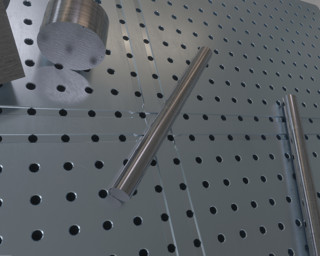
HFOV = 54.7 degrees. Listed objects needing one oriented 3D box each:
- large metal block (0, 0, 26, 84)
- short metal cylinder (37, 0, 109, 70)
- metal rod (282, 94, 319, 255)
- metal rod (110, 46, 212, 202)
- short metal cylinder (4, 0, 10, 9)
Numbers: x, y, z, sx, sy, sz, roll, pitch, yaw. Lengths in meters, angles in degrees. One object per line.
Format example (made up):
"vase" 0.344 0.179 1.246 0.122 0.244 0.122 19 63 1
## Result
"large metal block" -0.195 -0.082 0.309 0.050 0.079 0.081 22 38 39
"short metal cylinder" -0.106 -0.118 0.388 0.081 0.080 0.050 13 56 -21
"metal rod" 0.226 0.071 0.486 0.025 0.025 0.300 18 55 -18
"metal rod" 0.017 -0.027 0.433 0.025 0.025 0.301 35 51 -5
"short metal cylinder" -0.220 -0.155 0.349 0.050 0.080 0.080 42 51 0
